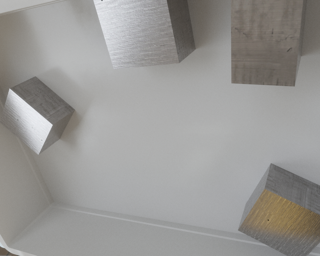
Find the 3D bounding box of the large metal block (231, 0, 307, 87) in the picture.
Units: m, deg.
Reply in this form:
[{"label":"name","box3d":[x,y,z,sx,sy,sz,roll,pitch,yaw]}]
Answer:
[{"label":"large metal block","box3d":[0.096,-0.089,0.267,0.050,0.080,0.079,7,122,25]}]

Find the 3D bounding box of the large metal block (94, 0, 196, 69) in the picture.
[{"label":"large metal block","box3d":[-0.014,-0.112,0.331,0.080,0.050,0.080,0,119,28]}]

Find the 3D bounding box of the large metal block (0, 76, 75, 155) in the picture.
[{"label":"large metal block","box3d":[-0.192,-0.019,0.482,0.080,0.050,0.080,40,129,0]}]

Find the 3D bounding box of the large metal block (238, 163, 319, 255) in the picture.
[{"label":"large metal block","box3d":[0.152,0.102,0.375,0.080,0.050,0.079,25,127,12]}]

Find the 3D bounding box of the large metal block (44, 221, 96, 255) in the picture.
[{"label":"large metal block","box3d":[-0.186,0.253,0.650,0.080,0.050,0.079,14,124,20]}]
